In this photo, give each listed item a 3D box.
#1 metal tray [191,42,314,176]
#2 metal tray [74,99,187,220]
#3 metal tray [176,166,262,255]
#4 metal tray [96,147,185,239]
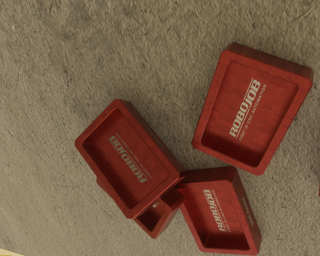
[{"bbox_3d":[0.095,-0.017,0.342,0.090,0.030,0.129,24,127,13],"label":"metal tray"},{"bbox_3d":[-0.041,0.038,0.400,0.090,0.030,0.130,-44,73,14],"label":"metal tray"},{"bbox_3d":[0.079,0.118,0.434,0.090,0.030,0.129,-11,113,32],"label":"metal tray"},{"bbox_3d":[-0.034,0.089,0.452,0.130,0.030,0.089,40,135,19],"label":"metal tray"}]
